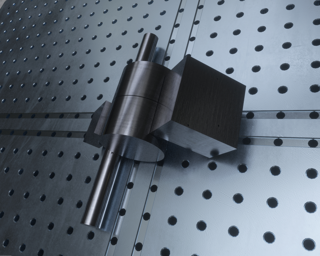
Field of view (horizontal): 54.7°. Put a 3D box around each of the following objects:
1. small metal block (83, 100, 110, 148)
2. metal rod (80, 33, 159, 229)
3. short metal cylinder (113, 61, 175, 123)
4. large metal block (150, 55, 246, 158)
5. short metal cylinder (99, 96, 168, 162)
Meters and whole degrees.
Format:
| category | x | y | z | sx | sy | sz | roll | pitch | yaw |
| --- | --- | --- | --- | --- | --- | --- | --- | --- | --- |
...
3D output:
| category | x | y | z | sx | sy | sz | roll | pitch | yaw |
| --- | --- | --- | --- | --- | --- | --- | --- | --- | --- |
| small metal block | -0.080 | -0.004 | 0.434 | 0.050 | 0.025 | 0.050 | -29 | 41 | 56 |
| metal rod | -0.049 | -0.013 | 0.436 | 0.025 | 0.025 | 0.300 | 1 | 62 | 28 |
| short metal cylinder | -0.016 | -0.042 | 0.402 | 0.080 | 0.080 | 0.050 | 1 | 62 | 28 |
| large metal block | 0.044 | -0.021 | 0.349 | 0.050 | 0.080 | 0.080 | -32 | 39 | 59 |
| short metal cylinder | -0.028 | 0.003 | 0.380 | 0.080 | 0.080 | 0.050 | 1 | 62 | 28 |
